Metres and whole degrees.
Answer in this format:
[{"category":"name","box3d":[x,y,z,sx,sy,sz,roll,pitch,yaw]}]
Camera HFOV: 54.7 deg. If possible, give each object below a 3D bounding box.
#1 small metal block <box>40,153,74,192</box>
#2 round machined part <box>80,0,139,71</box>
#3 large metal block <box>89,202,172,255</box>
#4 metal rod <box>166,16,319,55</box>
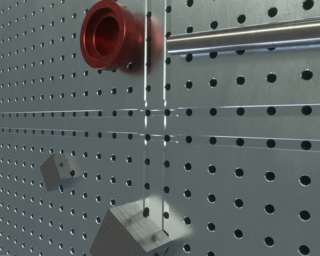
[{"category":"small metal block","box3d":[-0.188,0.080,0.561,0.050,0.025,0.050,-40,66,32]},{"category":"round machined part","box3d":[-0.070,-0.132,0.454,0.098,0.042,0.097,0,90,39]},{"category":"large metal block","box3d":[-0.043,0.163,0.426,0.080,0.050,0.079,38,113,33]},{"category":"metal rod","box3d":[0.132,-0.092,0.299,0.300,0.025,0.025,6,94,39]}]
